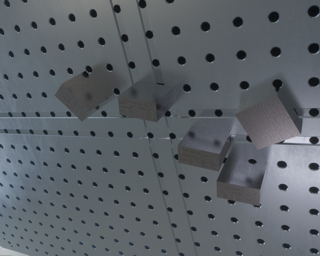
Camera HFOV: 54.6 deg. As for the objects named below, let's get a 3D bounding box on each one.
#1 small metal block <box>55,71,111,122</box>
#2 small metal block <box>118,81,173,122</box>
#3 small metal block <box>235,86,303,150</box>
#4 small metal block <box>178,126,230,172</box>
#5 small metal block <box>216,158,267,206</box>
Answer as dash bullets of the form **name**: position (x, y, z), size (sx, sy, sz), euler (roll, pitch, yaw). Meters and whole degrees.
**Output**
- **small metal block**: position (-0.104, -0.044, 0.423), size (0.050, 0.050, 0.025), euler (45, 129, -3)
- **small metal block**: position (-0.016, -0.034, 0.383), size (0.050, 0.050, 0.025), euler (12, 124, 21)
- **small metal block**: position (0.120, -0.010, 0.342), size (0.050, 0.025, 0.050), euler (-27, 104, 37)
- **small metal block**: position (0.055, 0.024, 0.381), size (0.050, 0.050, 0.025), euler (11, 123, 22)
- **small metal block**: position (0.101, 0.065, 0.382), size (0.050, 0.050, 0.025), euler (7, 122, 24)
